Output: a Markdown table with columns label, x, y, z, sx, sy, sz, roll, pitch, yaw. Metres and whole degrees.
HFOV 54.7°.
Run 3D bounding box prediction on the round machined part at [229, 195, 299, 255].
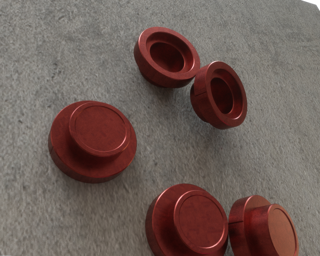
| label | x | y | z | sx | sy | sz | roll | pitch | yaw |
| --- | --- | --- | --- | --- | --- | --- | --- | --- | --- |
| round machined part | 0.128 | 0.128 | 0.368 | 0.099 | 0.042 | 0.098 | 25 | 52 | -36 |

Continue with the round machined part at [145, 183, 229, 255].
| label | x | y | z | sx | sy | sz | roll | pitch | yaw |
| --- | --- | --- | --- | --- | --- | --- | --- | --- | --- |
| round machined part | 0.037 | 0.109 | 0.348 | 0.099 | 0.042 | 0.098 | 14 | 56 | -21 |

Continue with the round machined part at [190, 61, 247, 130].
| label | x | y | z | sx | sy | sz | roll | pitch | yaw |
| --- | --- | --- | --- | --- | --- | --- | --- | --- | --- |
| round machined part | 0.082 | -0.045 | 0.453 | 0.099 | 0.042 | 0.098 | 16 | 66 | -40 |

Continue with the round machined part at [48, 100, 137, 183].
| label | x | y | z | sx | sy | sz | roll | pitch | yaw |
| --- | --- | --- | --- | --- | --- | --- | --- | --- | --- |
| round machined part | -0.072 | 0.009 | 0.350 | 0.099 | 0.042 | 0.098 | 14 | 56 | -21 |

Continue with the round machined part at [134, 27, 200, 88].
| label | x | y | z | sx | sy | sz | roll | pitch | yaw |
| --- | --- | --- | --- | --- | --- | --- | --- | --- | --- |
| round machined part | 0.007 | -0.099 | 0.458 | 0.099 | 0.042 | 0.098 | 14 | 56 | -21 |
